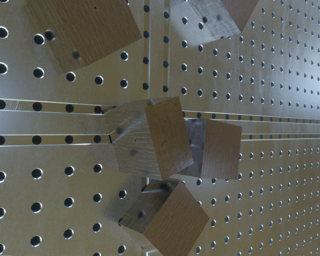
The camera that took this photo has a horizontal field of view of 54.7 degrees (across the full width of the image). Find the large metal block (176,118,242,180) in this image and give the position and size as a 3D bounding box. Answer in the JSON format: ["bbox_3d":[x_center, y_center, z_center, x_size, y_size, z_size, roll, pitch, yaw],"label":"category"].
[{"bbox_3d":[0.073,0.032,0.456,0.081,0.050,0.080,11,83,-40],"label":"large metal block"}]

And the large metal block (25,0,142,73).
[{"bbox_3d":[-0.078,-0.114,0.329,0.080,0.050,0.080,-38,114,-34],"label":"large metal block"}]

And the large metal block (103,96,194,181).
[{"bbox_3d":[-0.014,0.010,0.363,0.050,0.080,0.079,-23,105,-38],"label":"large metal block"}]

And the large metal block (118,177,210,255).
[{"bbox_3d":[0.008,0.120,0.402,0.080,0.050,0.080,-51,120,-28],"label":"large metal block"}]

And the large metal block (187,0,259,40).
[{"bbox_3d":[0.100,-0.198,0.479,0.080,0.050,0.080,44,63,-31],"label":"large metal block"}]
